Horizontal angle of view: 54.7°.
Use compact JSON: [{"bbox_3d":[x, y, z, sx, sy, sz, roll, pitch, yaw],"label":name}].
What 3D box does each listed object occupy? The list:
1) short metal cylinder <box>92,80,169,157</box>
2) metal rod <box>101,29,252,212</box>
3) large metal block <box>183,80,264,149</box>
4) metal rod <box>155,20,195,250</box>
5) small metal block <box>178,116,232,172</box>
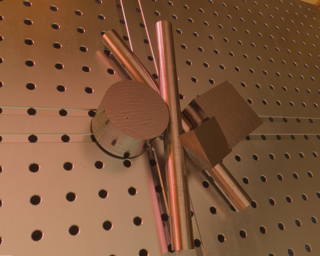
[{"bbox_3d":[-0.036,-0.011,0.375,0.081,0.050,0.080,14,56,-21],"label":"short metal cylinder"},{"bbox_3d":[0.018,-0.015,0.423,0.025,0.025,0.300,-32,80,-38],"label":"metal rod"},{"bbox_3d":[0.085,-0.011,0.439,0.081,0.050,0.080,-31,79,-38],"label":"large metal block"},{"bbox_3d":[0.015,-0.007,0.391,0.025,0.025,0.299,6,67,-25],"label":"metal rod"},{"bbox_3d":[0.057,0.019,0.382,0.050,0.025,0.050,-30,93,-46],"label":"small metal block"}]
